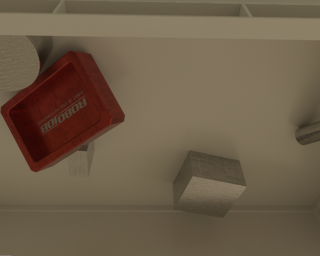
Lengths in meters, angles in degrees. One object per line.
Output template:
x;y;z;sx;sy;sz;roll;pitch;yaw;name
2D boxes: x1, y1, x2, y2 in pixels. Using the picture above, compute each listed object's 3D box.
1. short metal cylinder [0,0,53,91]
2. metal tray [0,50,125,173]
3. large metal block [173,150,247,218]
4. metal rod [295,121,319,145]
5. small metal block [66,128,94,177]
-0.158;-0.085;0.318;0.081;0.050;0.079;0;130;0;short metal cylinder
-0.115;-0.016;0.357;0.130;0.030;0.090;-30;86;23;metal tray
0.071;0.086;0.467;0.081;0.050;0.079;13;129;-11;large metal block
0.245;-0.028;0.290;0.025;0.025;0.299;17;160;-14;metal rod
-0.106;0.031;0.417;0.025;0.050;0.050;4;130;-4;small metal block
